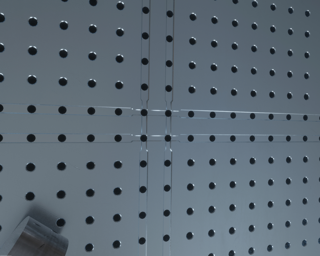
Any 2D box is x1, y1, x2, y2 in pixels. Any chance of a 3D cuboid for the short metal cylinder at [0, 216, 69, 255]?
[{"bbox_3d":[-0.144,0.143,0.330,0.050,0.080,0.080,39,78,-16],"label":"short metal cylinder"}]
